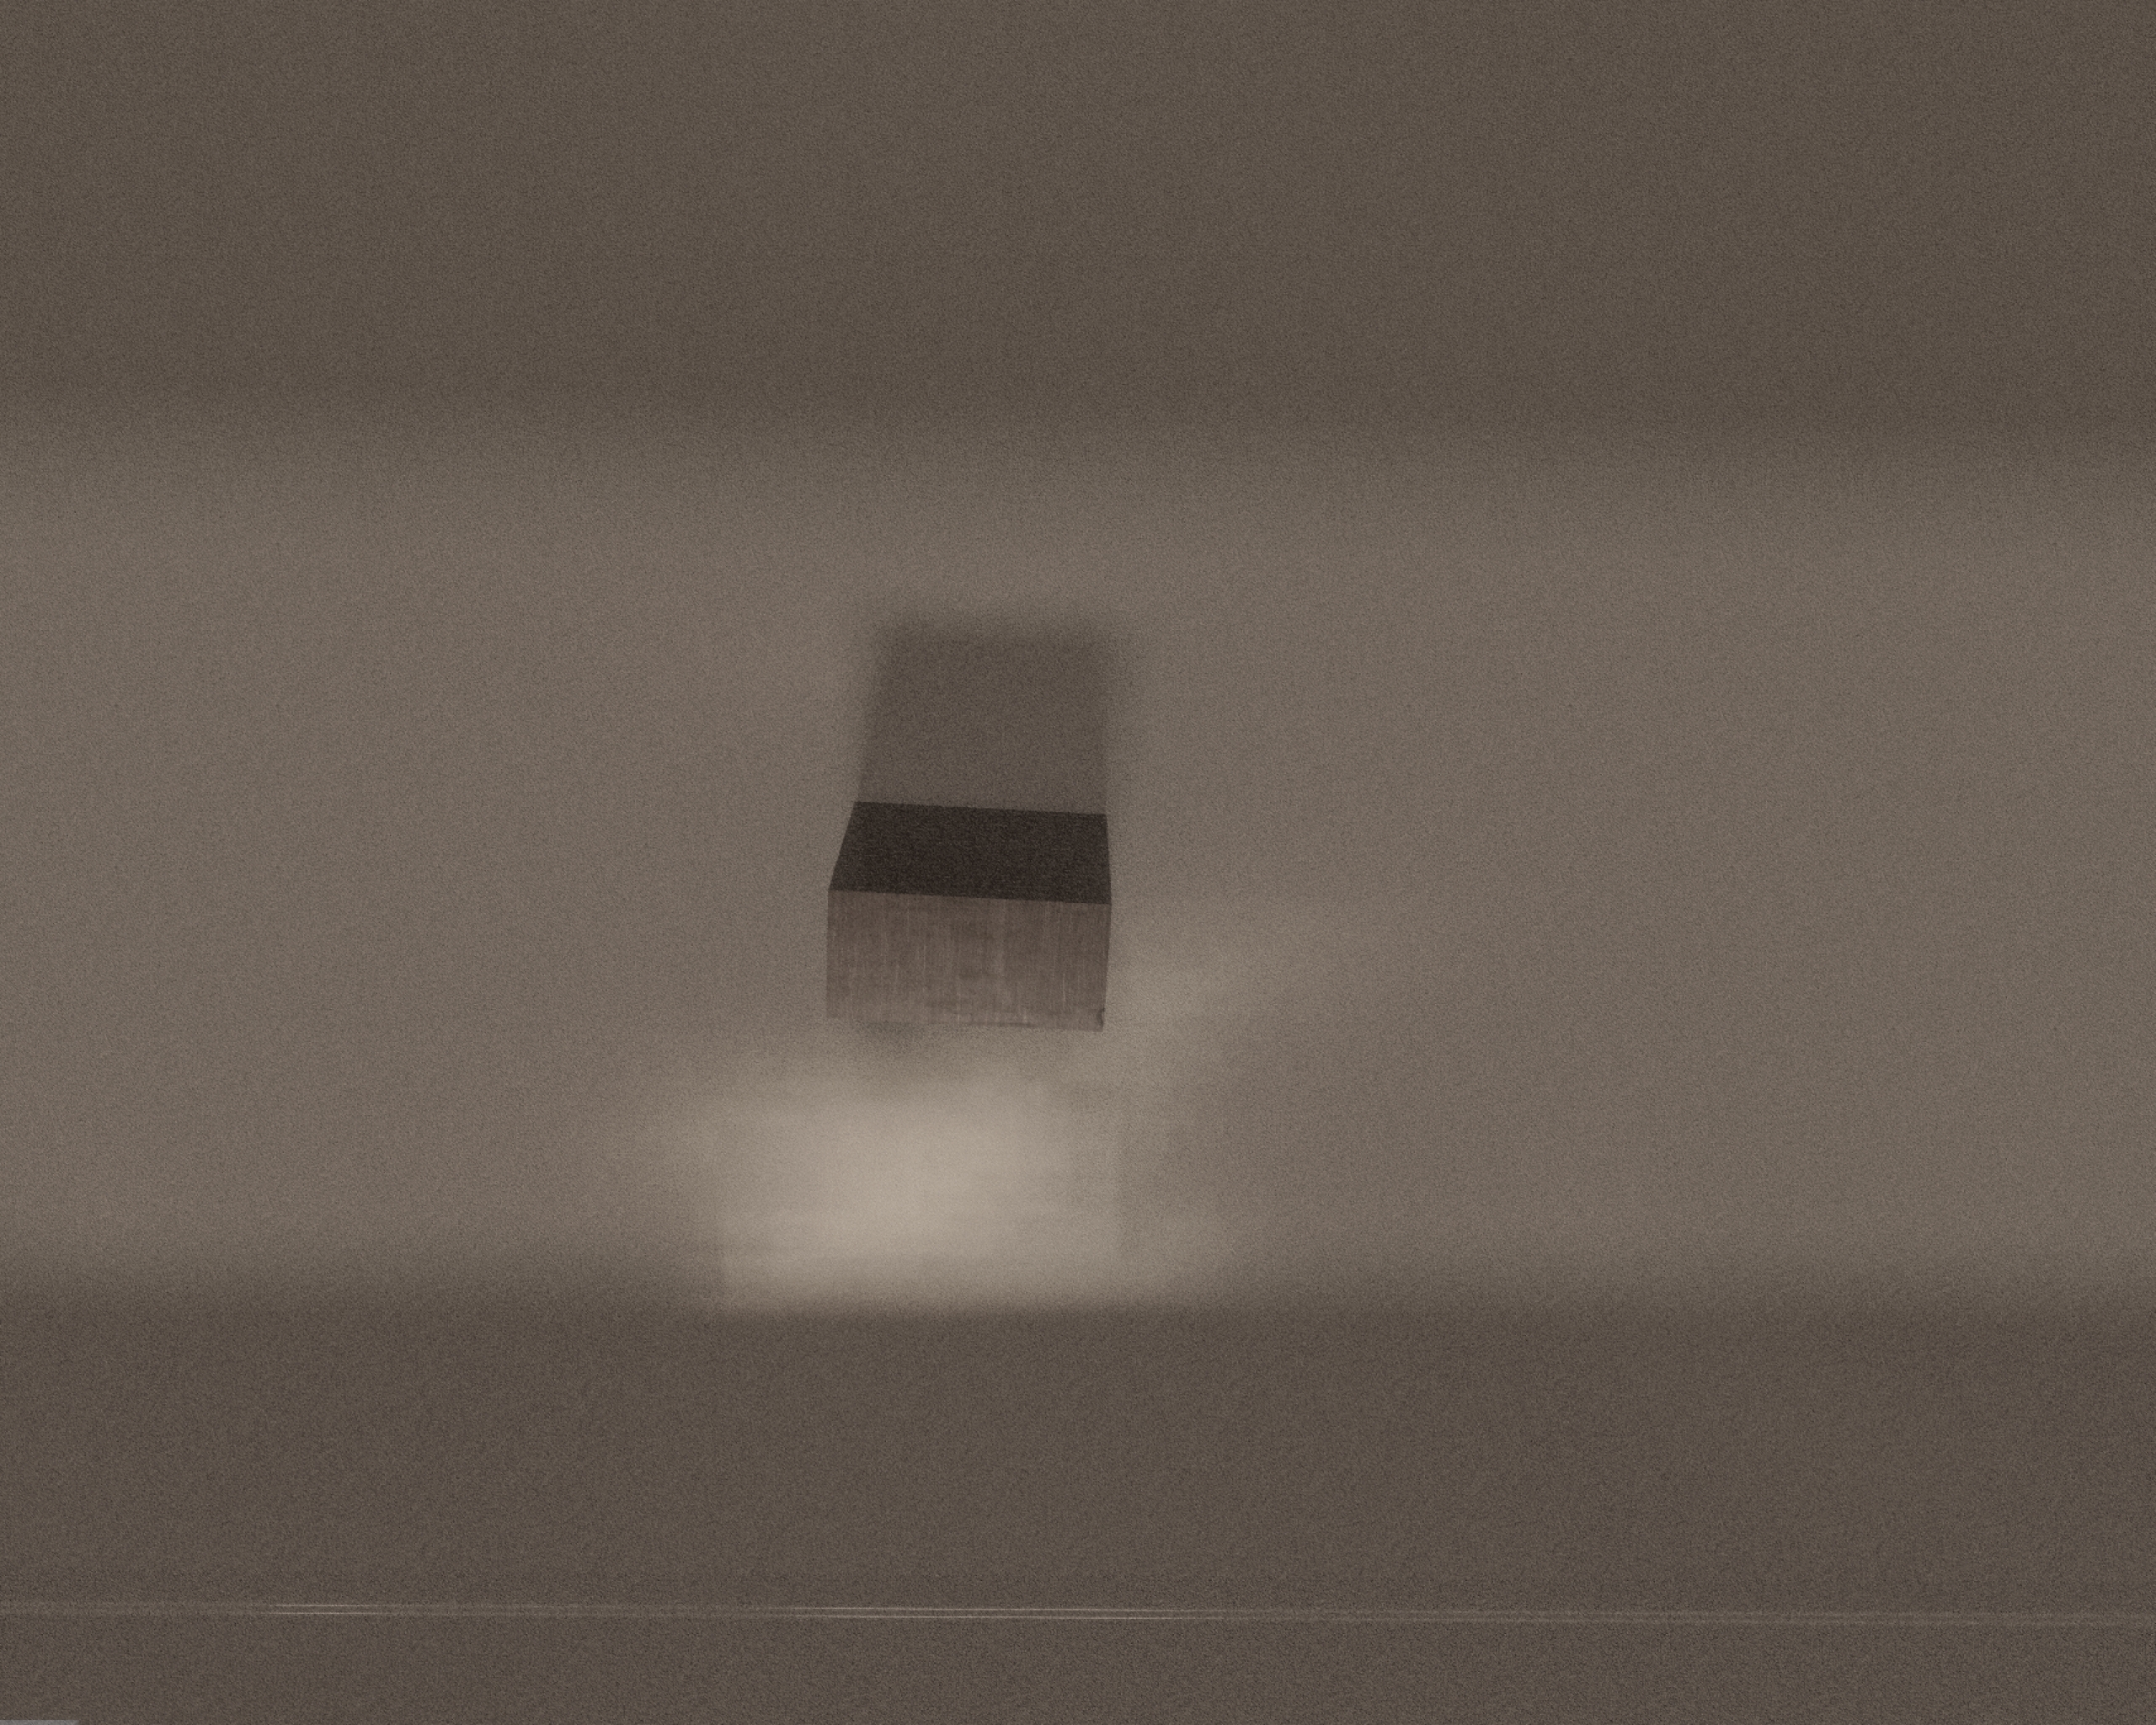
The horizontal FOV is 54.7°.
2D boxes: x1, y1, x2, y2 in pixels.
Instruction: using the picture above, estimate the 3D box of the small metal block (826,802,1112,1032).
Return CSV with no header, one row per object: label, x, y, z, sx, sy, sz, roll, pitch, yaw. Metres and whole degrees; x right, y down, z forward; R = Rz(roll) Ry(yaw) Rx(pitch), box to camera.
small metal block,-0.020,0.009,0.397,0.050,0.050,0.025,3,110,-2
